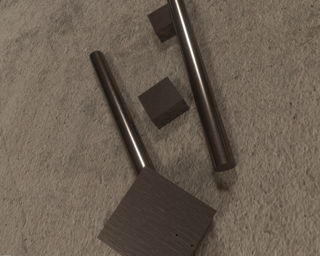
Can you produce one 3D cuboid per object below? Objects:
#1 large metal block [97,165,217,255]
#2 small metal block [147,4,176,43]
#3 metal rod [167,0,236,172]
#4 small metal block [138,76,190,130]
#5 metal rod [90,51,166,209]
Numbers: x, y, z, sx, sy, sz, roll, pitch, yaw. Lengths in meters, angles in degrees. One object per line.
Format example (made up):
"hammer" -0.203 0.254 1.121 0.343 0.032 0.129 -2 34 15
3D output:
"large metal block" -0.001 0.095 0.310 0.080 0.050 0.080 32 78 10
"small metal block" 0.013 -0.173 0.502 0.050 0.025 0.050 -28 52 10
"metal rod" 0.046 -0.085 0.412 0.025 0.025 0.299 -20 60 16
"small metal block" 0.005 -0.034 0.421 0.050 0.025 0.050 -34 52 5
"metal rod" -0.055 -0.018 0.441 0.025 0.025 0.300 -33 52 7
